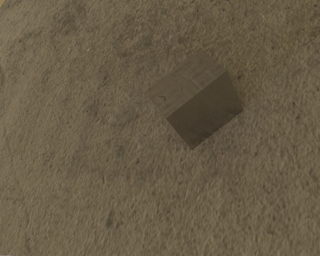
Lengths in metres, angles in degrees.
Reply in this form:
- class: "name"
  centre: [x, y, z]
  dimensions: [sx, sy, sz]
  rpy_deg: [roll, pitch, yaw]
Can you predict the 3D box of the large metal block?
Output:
- class: "large metal block"
  centre: [0.043, -0.031, 0.366]
  dimensions: [0.080, 0.080, 0.050]
  rpy_deg: [-38, 51, 2]
